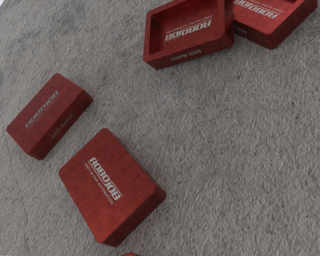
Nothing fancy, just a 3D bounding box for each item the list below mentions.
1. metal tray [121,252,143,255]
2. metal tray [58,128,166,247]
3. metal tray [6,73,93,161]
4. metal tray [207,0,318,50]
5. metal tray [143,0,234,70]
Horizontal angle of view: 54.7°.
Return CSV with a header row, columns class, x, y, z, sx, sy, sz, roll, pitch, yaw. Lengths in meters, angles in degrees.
class,x,y,z,sx,sy,sz,roll,pitch,yaw
metal tray,-0.045,0.202,0.301,0.090,0.030,0.130,-25,53,12
metal tray,-0.065,0.070,0.392,0.090,0.030,0.130,-44,51,-3
metal tray,-0.183,-0.022,0.510,0.090,0.030,0.130,32,79,38
metal tray,0.136,-0.172,0.434,0.090,0.030,0.130,-44,51,-3
metal tray,0.038,-0.143,0.443,0.130,0.030,0.090,-10,68,34
